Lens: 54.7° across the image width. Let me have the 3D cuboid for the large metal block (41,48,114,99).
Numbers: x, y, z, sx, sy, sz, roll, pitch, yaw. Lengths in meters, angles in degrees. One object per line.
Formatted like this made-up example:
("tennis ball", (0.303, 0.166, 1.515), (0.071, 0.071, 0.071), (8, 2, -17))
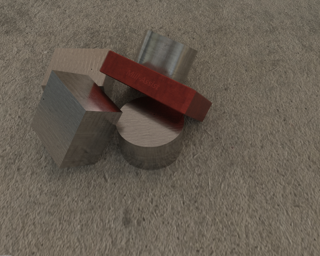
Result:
("large metal block", (-0.112, -0.069, 0.443), (0.080, 0.050, 0.080), (1, 50, 0))

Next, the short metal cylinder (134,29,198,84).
("short metal cylinder", (0.008, -0.103, 0.450), (0.080, 0.050, 0.080), (22, 14, -5))

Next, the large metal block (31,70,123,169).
("large metal block", (-0.102, -0.011, 0.368), (0.050, 0.080, 0.080), (0, 38, -50))

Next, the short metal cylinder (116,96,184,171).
("short metal cylinder", (-0.012, 0.006, 0.384), (0.081, 0.050, 0.080), (0, 50, 0))

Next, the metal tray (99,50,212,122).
("metal tray", (-0.004, -0.054, 0.409), (0.130, 0.090, 0.030), (29, 96, 22))
